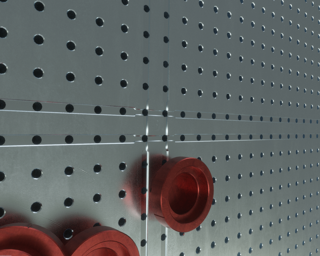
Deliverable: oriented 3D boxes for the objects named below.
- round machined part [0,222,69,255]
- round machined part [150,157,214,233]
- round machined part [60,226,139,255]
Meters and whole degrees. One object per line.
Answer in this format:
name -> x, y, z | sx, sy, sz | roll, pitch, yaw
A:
round machined part -> -0.128, 0.134, 0.265 | 0.099, 0.042, 0.097 | 2, 81, -12
round machined part -> 0.025, 0.087, 0.422 | 0.099, 0.042, 0.097 | 0, 90, -40
round machined part -> -0.073, 0.157, 0.339 | 0.099, 0.042, 0.097 | 0, 90, -40
